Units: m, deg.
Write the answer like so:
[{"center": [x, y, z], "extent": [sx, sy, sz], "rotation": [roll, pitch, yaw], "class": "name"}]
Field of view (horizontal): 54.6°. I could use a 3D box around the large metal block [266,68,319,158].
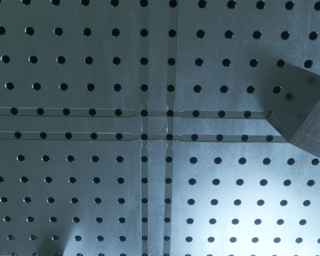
[{"center": [0.186, -0.020, 0.378], "extent": [0.050, 0.080, 0.080], "rotation": [25, 108, -9], "class": "large metal block"}]
